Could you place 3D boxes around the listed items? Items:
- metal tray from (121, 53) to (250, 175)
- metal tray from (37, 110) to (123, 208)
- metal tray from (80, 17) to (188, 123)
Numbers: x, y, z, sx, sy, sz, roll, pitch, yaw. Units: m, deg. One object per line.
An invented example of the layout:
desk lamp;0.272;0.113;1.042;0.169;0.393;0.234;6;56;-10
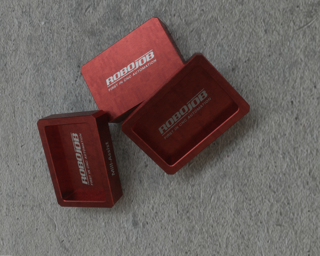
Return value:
metal tray;0.029;-0.016;0.377;0.130;0.030;0.090;-42;101;15
metal tray;-0.108;0.044;0.425;0.090;0.030;0.129;-4;105;20
metal tray;-0.034;-0.074;0.418;0.130;0.030;0.090;-30;80;17
